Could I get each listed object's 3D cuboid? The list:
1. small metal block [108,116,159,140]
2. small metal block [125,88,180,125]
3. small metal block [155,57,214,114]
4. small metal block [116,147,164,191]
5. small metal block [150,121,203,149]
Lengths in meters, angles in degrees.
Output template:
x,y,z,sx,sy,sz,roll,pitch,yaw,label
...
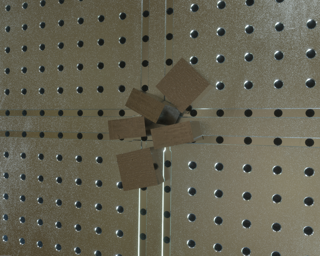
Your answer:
x,y,z,sx,sy,sz,roll,pitch,yaw,label
-0.033,0.000,0.410,0.050,0.050,0.025,-6,88,20,small metal block
-0.007,-0.026,0.397,0.050,0.050,0.025,30,100,26,small metal block
0.032,-0.054,0.401,0.050,0.025,0.050,-46,76,13,small metal block
-0.027,0.055,0.421,0.050,0.025,0.050,-14,85,19,small metal block
0.022,0.008,0.391,0.050,0.050,0.025,-13,86,19,small metal block
